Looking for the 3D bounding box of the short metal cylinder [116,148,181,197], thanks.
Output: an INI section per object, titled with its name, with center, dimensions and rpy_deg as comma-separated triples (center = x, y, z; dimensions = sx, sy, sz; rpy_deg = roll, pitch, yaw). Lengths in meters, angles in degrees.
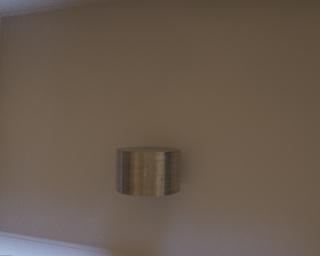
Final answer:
[short metal cylinder]
center = -0.014, 0.051, 0.387
dimensions = 0.080, 0.080, 0.050
rpy_deg = 1, 91, 20
